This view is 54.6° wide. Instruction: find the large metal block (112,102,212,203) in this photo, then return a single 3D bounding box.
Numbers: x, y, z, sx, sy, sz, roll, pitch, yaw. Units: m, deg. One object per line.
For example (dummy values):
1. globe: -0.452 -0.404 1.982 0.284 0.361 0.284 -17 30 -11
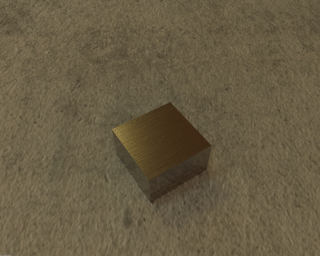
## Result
1. large metal block: 0.001 0.026 0.365 0.080 0.050 0.080 -27 55 -21
